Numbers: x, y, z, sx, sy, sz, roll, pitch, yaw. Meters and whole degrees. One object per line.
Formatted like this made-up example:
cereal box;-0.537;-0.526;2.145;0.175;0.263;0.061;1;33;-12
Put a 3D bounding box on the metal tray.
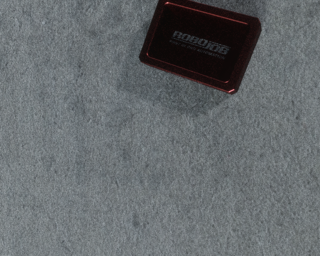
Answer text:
metal tray;0.048;-0.105;0.389;0.130;0.030;0.090;23;97;18
